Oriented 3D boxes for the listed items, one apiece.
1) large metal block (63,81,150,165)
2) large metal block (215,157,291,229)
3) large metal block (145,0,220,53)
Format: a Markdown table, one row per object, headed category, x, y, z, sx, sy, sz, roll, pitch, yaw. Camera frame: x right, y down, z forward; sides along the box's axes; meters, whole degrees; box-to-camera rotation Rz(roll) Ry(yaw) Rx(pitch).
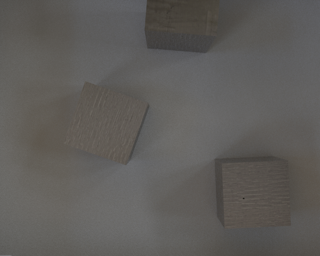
| category | x | y | z | sx | sy | sz | roll | pitch | yaw |
| --- | --- | --- | --- | --- | --- | --- | --- | --- | --- |
| large metal block | -0.065 | -0.006 | 0.398 | 0.080 | 0.050 | 0.080 | 19 | 90 | 0 |
| large metal block | 0.117 | 0.080 | 0.400 | 0.081 | 0.050 | 0.080 | -3 | 90 | 0 |
| large metal block | 0.025 | -0.130 | 0.384 | 0.080 | 0.080 | 0.050 | 5 | 90 | 0 |
